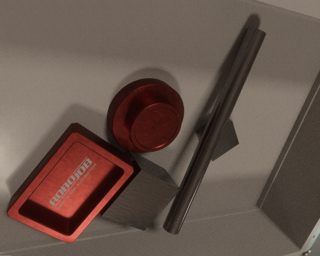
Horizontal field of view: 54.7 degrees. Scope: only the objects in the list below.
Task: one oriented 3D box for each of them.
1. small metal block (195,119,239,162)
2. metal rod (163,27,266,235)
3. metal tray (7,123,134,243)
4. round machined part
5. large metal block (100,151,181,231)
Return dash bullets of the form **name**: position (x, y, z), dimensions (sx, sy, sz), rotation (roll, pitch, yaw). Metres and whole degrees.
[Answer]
- **small metal block**: position (0.087, 0.014, 0.467), dimensions (0.050, 0.025, 0.050), rotation (-33, 129, -7)
- **metal rod**: position (0.071, 0.010, 0.426), dimensions (0.025, 0.025, 0.298), rotation (16, 101, -35)
- **metal tray**: position (-0.106, 0.069, 0.377), dimensions (0.090, 0.030, 0.130), rotation (37, 97, -25)
- **round machined part**: position (-0.012, -0.009, 0.387), dimensions (0.099, 0.042, 0.097), rotation (-14, 125, -21)
- **large metal block**: position (-0.033, 0.087, 0.430), dimensions (0.080, 0.050, 0.080), rotation (34, 99, -39)
